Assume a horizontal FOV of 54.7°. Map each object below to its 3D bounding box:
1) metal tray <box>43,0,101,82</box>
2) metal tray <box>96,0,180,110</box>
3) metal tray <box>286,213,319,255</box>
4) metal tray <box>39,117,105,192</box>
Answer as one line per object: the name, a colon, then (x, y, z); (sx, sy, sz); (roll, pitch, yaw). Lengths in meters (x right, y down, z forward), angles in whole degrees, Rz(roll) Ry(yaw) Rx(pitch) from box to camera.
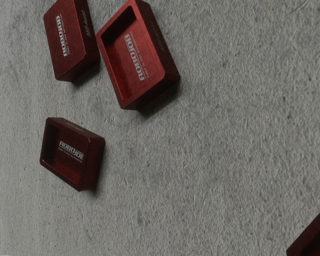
metal tray: (-0.153, -0.155, 0.528); (0.090, 0.030, 0.129); (-24, 75, 37)
metal tray: (-0.035, -0.101, 0.430); (0.090, 0.030, 0.130); (-33, 70, 35)
metal tray: (0.181, 0.091, 0.252); (0.090, 0.030, 0.129); (43, 116, 31)
metal tray: (-0.153, 0.041, 0.528); (0.130, 0.030, 0.089); (21, 103, 38)
